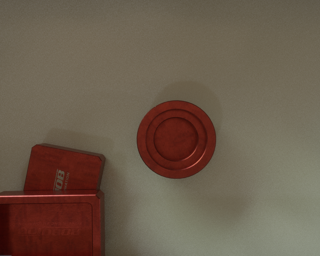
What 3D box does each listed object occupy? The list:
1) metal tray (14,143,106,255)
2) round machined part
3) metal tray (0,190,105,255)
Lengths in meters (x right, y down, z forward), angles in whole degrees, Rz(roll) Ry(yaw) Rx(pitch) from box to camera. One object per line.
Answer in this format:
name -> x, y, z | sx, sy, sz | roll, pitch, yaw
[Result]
metal tray -> -0.130, 0.092, 0.407 | 0.091, 0.030, 0.129 | 11, 90, -1
round machined part -> 0.020, 0.014, 0.403 | 0.099, 0.042, 0.097 | 0, 90, -1
metal tray -> -0.135, 0.123, 0.376 | 0.131, 0.030, 0.089 | -1, 90, -1
